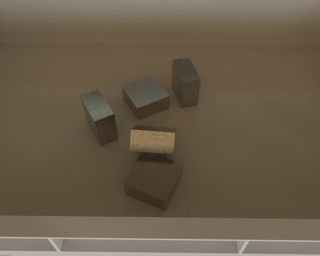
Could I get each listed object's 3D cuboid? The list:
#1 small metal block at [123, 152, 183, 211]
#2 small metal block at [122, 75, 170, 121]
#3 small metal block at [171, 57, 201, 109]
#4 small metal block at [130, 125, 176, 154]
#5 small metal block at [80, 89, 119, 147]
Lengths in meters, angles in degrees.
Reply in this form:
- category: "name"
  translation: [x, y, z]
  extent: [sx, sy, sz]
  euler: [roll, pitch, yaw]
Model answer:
- category: "small metal block"
  translation: [-0.007, 0.059, 0.355]
  extent: [0.050, 0.025, 0.050]
  euler: [19, 53, 15]
- category: "small metal block"
  translation: [-0.020, -0.044, 0.442]
  extent: [0.050, 0.025, 0.050]
  euler: [-23, 54, -18]
- category: "small metal block"
  translation: [0.036, -0.064, 0.443]
  extent: [0.025, 0.050, 0.050]
  euler: [-11, 51, -9]
- category: "small metal block"
  translation: [-0.007, 0.013, 0.376]
  extent: [0.050, 0.025, 0.050]
  euler: [4, 6, 4]
- category: "small metal block"
  translation: [-0.078, -0.013, 0.399]
  extent: [0.025, 0.050, 0.050]
  euler: [-23, 54, -18]
